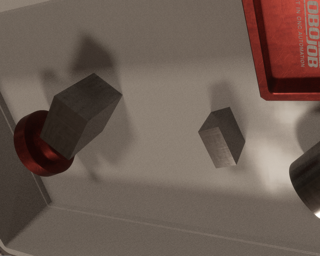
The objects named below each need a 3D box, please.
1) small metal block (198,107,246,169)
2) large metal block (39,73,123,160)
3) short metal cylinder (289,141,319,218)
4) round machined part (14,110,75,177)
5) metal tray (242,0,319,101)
[{"bbox_3d":[0.073,0.011,0.360,0.025,0.050,0.050,-16,110,34],"label":"small metal block"},{"bbox_3d":[-0.105,-0.016,0.417,0.050,0.080,0.080,38,129,2],"label":"large metal block"},{"bbox_3d":[0.180,0.051,0.310,0.080,0.080,0.050,37,129,3],"label":"short metal cylinder"},{"bbox_3d":[-0.159,0.019,0.456,0.042,0.098,0.098,-20,108,23],"label":"round machined part"},{"bbox_3d":[0.125,-0.081,0.261,0.090,0.030,0.130,3,136,32],"label":"metal tray"}]
